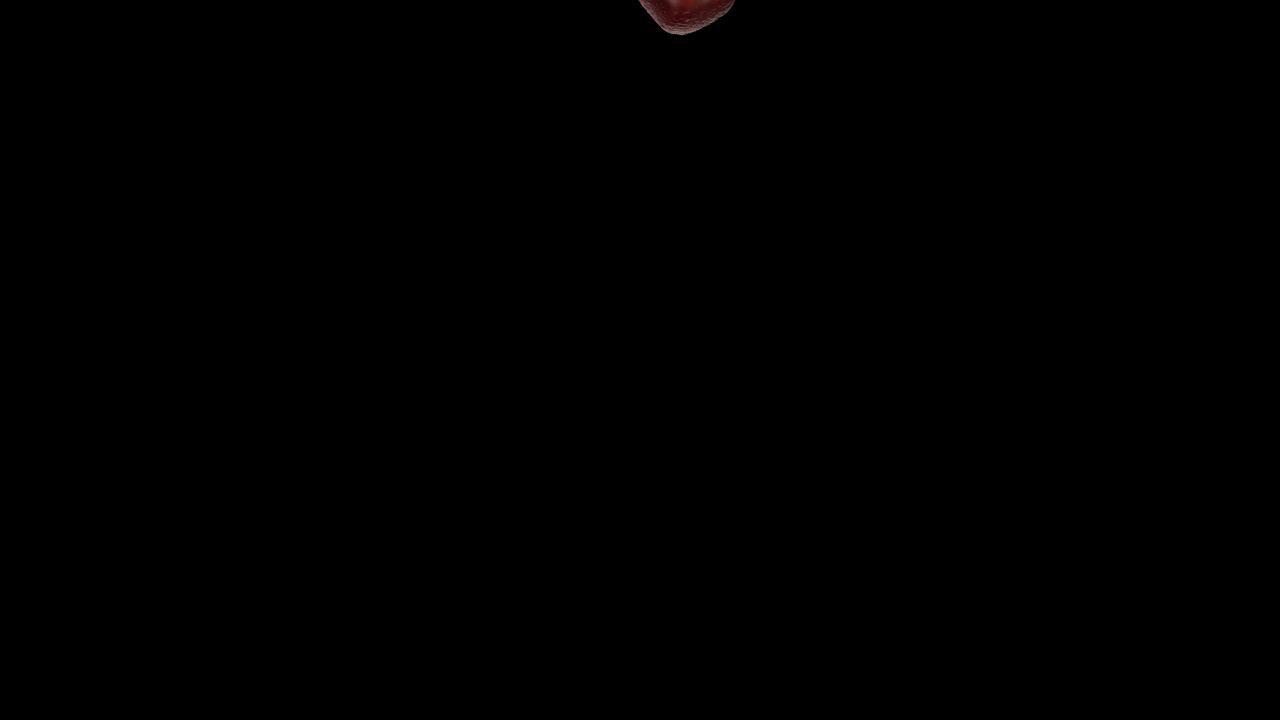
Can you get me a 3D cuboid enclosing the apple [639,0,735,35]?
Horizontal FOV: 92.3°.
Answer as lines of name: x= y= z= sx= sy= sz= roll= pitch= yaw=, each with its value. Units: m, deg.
apple: x=0.033 y=-0.278 z=0.443 sx=0.079 sy=0.079 sz=0.093 roll=0 pitch=16 yaw=-4
